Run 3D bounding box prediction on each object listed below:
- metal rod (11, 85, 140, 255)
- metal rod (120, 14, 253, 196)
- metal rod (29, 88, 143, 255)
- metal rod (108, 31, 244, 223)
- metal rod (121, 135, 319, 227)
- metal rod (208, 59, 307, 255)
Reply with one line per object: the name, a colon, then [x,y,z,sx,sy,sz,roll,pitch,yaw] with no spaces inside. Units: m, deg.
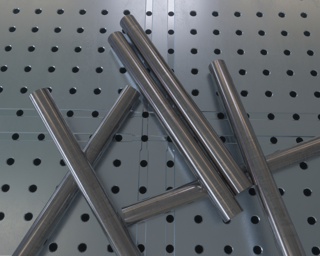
metal rod: [-0.111,0.072,0.385,0.025,0.025,0.300,28,72,9]
metal rod: [0.023,-0.045,0.413,0.025,0.025,0.299,-28,67,-10]
metal rod: [-0.072,0.083,0.360,0.025,0.025,0.299,-30,81,-10]
metal rod: [0.008,-0.018,0.402,0.025,0.025,0.299,-28,67,-10]
metal rod: [0.100,0.059,0.390,0.302,0.025,0.025,-19,71,-7]
metal rod: [0.113,0.037,0.372,0.025,0.025,0.299,-12,61,-4]
